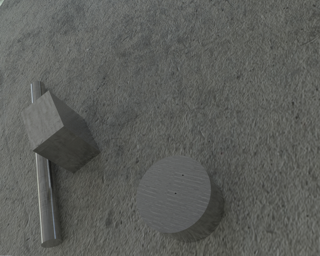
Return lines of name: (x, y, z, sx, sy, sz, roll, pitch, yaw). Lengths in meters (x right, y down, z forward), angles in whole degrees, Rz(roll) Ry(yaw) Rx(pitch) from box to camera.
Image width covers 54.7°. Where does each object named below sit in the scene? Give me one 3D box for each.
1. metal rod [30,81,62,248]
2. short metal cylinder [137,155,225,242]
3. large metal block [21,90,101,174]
metal rod: (-0.179, 0.034, 0.477, 0.025, 0.025, 0.300, -29, 52, 9)
short metal cylinder: (0.023, 0.076, 0.330, 0.080, 0.050, 0.080, -13, 56, 21)
large metal block: (-0.140, 0.007, 0.438, 0.050, 0.080, 0.080, -38, 51, 3)
